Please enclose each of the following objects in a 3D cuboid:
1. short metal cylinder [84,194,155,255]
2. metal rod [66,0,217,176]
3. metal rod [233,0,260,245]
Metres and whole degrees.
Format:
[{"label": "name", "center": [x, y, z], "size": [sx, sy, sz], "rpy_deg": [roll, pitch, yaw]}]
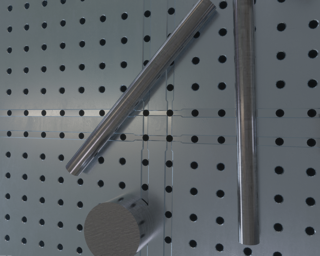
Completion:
[{"label": "short metal cylinder", "center": [-0.054, 0.134, 0.418], "size": [0.080, 0.050, 0.079], "rpy_deg": [0, 90, 20]}, {"label": "metal rod", "center": [-0.033, -0.048, 0.424], "size": [0.025, 0.025, 0.299], "rpy_deg": [44, 103, 14]}, {"label": "metal rod", "center": [0.104, -0.012, 0.375], "size": [0.025, 0.025, 0.298], "rpy_deg": [-1, 90, 20]}]
